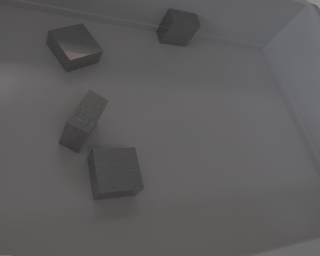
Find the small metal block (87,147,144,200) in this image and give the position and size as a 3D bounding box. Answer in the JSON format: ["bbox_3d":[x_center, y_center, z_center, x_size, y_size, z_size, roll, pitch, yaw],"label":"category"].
[{"bbox_3d":[-0.050,0.050,0.348,0.050,0.025,0.050,0,62,-28],"label":"small metal block"}]

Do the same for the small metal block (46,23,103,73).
[{"bbox_3d":[-0.113,-0.107,0.410,0.050,0.025,0.050,-29,78,-37],"label":"small metal block"}]

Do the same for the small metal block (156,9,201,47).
[{"bbox_3d":[0.029,-0.161,0.503,0.050,0.050,0.025,0,62,-28],"label":"small metal block"}]

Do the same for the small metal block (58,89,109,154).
[{"bbox_3d":[-0.086,-0.007,0.347,0.025,0.050,0.050,30,52,-9],"label":"small metal block"}]
